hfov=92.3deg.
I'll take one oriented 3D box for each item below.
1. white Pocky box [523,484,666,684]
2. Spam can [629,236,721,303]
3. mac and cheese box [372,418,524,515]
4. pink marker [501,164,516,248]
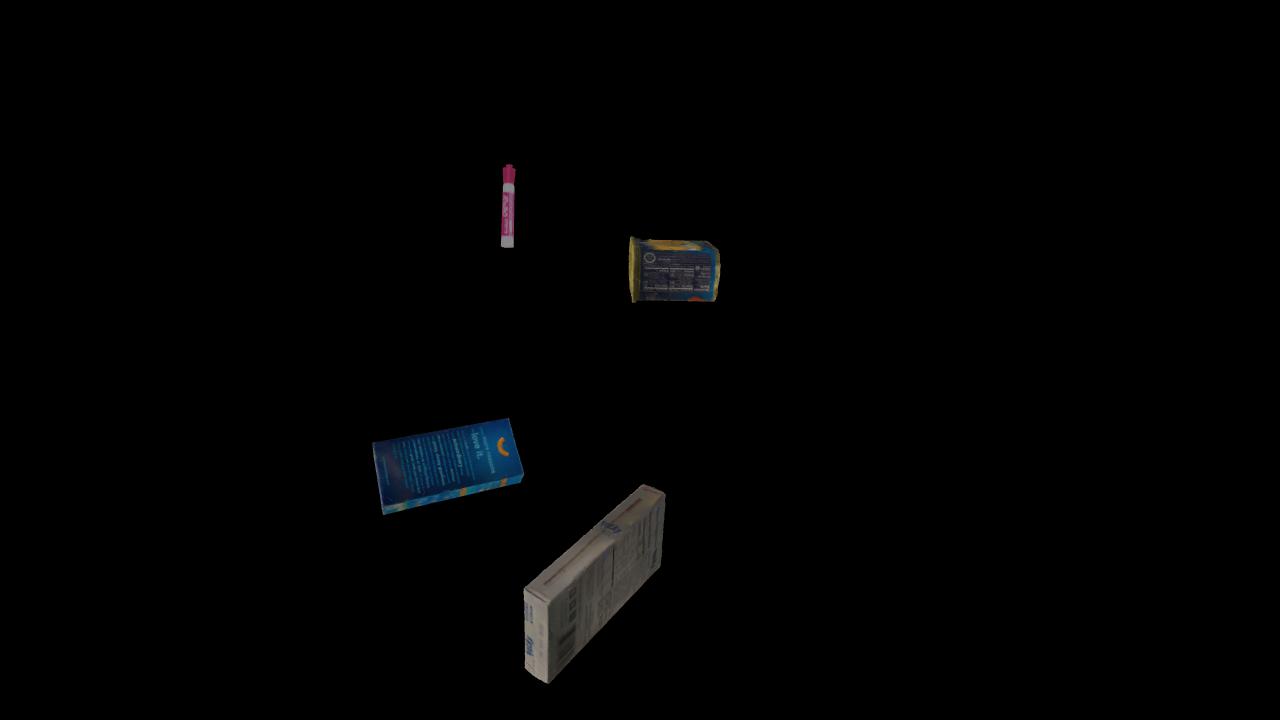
[{"bbox_3d":[-0.031,0.171,0.488,0.028,0.084,0.154,18,27,29],"label":"white Pocky box"},{"bbox_3d":[0.032,-0.094,0.633,0.085,0.058,0.101,0,19,-3],"label":"Spam can"},{"bbox_3d":[-0.261,0.142,0.841,0.184,0.093,0.041,-8,-30,-27],"label":"mac and cheese box"},{"bbox_3d":[-0.195,-0.228,0.910,0.020,0.121,0.020,2,2,0],"label":"pink marker"}]
